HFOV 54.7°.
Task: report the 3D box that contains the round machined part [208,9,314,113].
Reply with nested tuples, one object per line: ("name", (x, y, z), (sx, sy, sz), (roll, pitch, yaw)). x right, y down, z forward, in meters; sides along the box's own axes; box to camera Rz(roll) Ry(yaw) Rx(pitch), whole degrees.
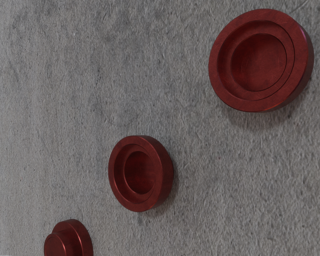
("round machined part", (0.102, -0.064, 0.310), (0.098, 0.042, 0.097), (0, 90, 40))

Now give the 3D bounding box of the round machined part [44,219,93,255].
("round machined part", (-0.161, 0.209, 0.527), (0.098, 0.042, 0.097), (0, 90, 40))

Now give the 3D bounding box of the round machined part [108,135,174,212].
("round machined part", (-0.021, 0.058, 0.411), (0.098, 0.042, 0.097), (0, 90, 40))
